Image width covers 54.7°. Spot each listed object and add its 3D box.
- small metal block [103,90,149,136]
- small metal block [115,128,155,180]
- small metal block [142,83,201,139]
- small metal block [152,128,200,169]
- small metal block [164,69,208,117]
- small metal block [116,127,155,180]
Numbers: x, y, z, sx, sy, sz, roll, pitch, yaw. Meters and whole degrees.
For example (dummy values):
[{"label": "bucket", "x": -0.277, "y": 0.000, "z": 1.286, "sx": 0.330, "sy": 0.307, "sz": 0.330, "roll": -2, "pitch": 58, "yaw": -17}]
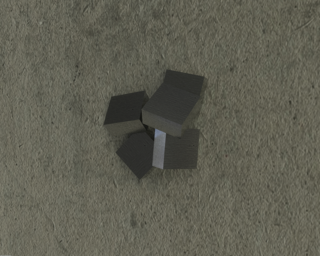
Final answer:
[{"label": "small metal block", "x": -0.042, "y": -0.019, "z": 0.411, "sx": 0.050, "sy": 0.025, "sz": 0.050, "roll": -8, "pitch": 50, "yaw": 19}, {"label": "small metal block", "x": -0.022, "y": 0.033, "z": 0.417, "sx": 0.050, "sy": 0.025, "sz": 0.050, "roll": -46, "pitch": 76, "yaw": 14}, {"label": "small metal block", "x": 0.014, "y": -0.021, "z": 0.364, "sx": 0.050, "sy": 0.025, "sz": 0.050, "roll": 23, "pitch": 54, "yaw": 18}, {"label": "small metal block", "x": 0.020, "y": 0.024, "z": 0.387, "sx": 0.025, "sy": 0.050, "sz": 0.050, "roll": 6, "pitch": 92, "yaw": 58}, {"label": "small metal block", "x": 0.030, "y": -0.045, "z": 0.399, "sx": 0.050, "sy": 0.025, "sz": 0.050, "roll": 15, "pitch": 95, "yaw": 19}, {"label": "small metal block", "x": -0.022, "y": 0.033, "z": 0.417, "sx": 0.050, "sy": 0.025, "sz": 0.050, "roll": -46, "pitch": 76, "yaw": 14}]
